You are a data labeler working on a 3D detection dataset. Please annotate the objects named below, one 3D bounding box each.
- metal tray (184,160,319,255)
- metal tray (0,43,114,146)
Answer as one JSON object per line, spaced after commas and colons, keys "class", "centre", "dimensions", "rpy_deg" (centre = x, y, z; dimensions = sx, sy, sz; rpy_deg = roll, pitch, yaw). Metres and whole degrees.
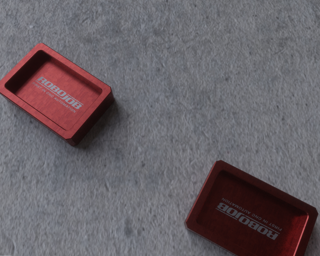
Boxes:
{"class": "metal tray", "centre": [0.106, 0.107, 0.367], "dimensions": [0.130, 0.030, 0.090], "rpy_deg": [27, 72, 9]}
{"class": "metal tray", "centre": [-0.140, -0.047, 0.420], "dimensions": [0.130, 0.030, 0.090], "rpy_deg": [33, 73, 11]}
